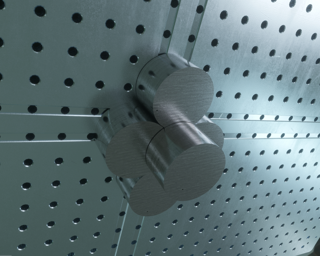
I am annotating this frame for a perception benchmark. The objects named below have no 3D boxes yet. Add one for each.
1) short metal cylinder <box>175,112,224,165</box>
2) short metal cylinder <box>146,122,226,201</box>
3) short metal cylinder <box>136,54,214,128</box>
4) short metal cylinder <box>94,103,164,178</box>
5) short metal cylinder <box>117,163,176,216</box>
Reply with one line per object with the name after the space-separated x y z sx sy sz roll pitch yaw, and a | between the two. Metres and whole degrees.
0.040 0.016 0.426 0.081 0.050 0.079 -14 124 -21 | short metal cylinder
0.030 0.040 0.370 0.081 0.050 0.079 -14 124 -21 | short metal cylinder
0.018 -0.044 0.377 0.081 0.050 0.079 -14 125 -22 | short metal cylinder
-0.036 0.015 0.385 0.081 0.050 0.079 -14 124 -21 | short metal cylinder
-0.014 0.075 0.433 0.081 0.050 0.079 -13 122 -22 | short metal cylinder
